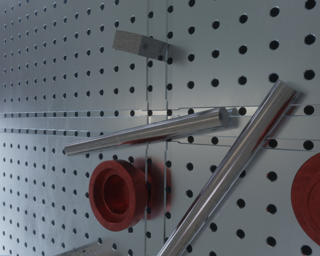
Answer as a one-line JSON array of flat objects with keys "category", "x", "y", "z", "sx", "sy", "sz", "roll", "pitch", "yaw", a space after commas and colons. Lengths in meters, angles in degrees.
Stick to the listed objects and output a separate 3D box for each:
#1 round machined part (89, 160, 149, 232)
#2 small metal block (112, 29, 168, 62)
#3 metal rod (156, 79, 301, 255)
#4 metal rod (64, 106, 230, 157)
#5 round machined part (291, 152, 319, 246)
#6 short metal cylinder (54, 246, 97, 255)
[{"category": "round machined part", "x": -0.055, "y": 0.094, "z": 0.444, "sx": 0.098, "sy": 0.042, "sz": 0.097, "roll": 0, "pitch": 90, "yaw": 40}, {"category": "small metal block", "x": -0.026, "y": -0.110, "z": 0.415, "sx": 0.050, "sy": 0.050, "sz": 0.025, "roll": 24, "pitch": 105, "yaw": 37}, {"category": "metal rod", "x": 0.059, "y": 0.079, "z": 0.360, "sx": 0.025, "sy": 0.025, "sz": 0.298, "roll": 43, "pitch": 116, "yaw": 31}, {"category": "metal rod", "x": -0.041, "y": 0.013, "z": 0.443, "sx": 0.300, "sy": 0.025, "sz": 0.025, "roll": -12, "pitch": 82, "yaw": 39}, {"category": "round machined part", "x": 0.162, "y": 0.065, "z": 0.264, "sx": 0.098, "sy": 0.042, "sz": 0.097, "roll": 0, "pitch": 90, "yaw": 40}, {"category": "short metal cylinder", "x": -0.141, "y": 0.242, "z": 0.510, "sx": 0.080, "sy": 0.050, "sz": 0.080, "roll": 0, "pitch": 90, "yaw": 40}]
